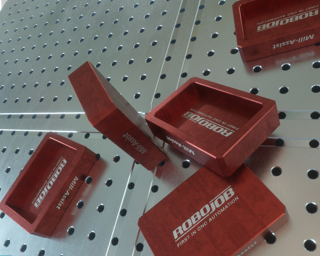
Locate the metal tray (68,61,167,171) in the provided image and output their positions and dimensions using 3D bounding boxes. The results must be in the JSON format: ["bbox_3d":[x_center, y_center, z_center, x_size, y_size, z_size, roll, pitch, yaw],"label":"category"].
[{"bbox_3d":[-0.047,-0.011,0.373,0.030,0.130,0.090,-38,51,4],"label":"metal tray"}]

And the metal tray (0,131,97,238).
[{"bbox_3d":[-0.160,0.076,0.443,0.090,0.030,0.130,18,71,35],"label":"metal tray"}]

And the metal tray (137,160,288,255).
[{"bbox_3d":[0.051,0.095,0.321,0.130,0.030,0.090,-39,51,1],"label":"metal tray"}]

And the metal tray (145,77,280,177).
[{"bbox_3d":[0.055,-0.009,0.355,0.090,0.030,0.130,-41,39,-17],"label":"metal tray"}]

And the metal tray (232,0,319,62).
[{"bbox_3d":[0.166,-0.145,0.407,0.130,0.030,0.090,-12,57,22],"label":"metal tray"}]
